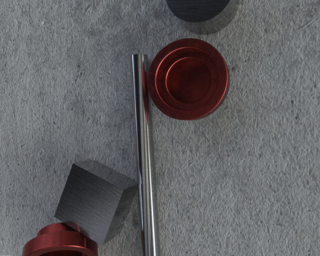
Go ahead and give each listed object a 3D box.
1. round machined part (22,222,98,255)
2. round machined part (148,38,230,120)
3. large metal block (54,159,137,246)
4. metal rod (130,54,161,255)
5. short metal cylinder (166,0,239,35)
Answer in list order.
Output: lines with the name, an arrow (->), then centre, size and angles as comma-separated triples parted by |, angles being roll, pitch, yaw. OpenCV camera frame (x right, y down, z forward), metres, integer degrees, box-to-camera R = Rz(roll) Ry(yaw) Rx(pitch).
round machined part -> -0.136, 0.167, 0.429 | 0.098, 0.098, 0.042 | -32, 42, 17
round machined part -> 0.038, -0.058, 0.387 | 0.098, 0.042, 0.097 | 0, 90, 20
large metal block -> -0.086, 0.098, 0.426 | 0.080, 0.050, 0.080 | 23, 98, 18
metal rod -> -0.019, 0.052, 0.415 | 0.025, 0.025, 0.298 | -4, 89, 20
short metal cylinder -> 0.053, -0.160, 0.377 | 0.080, 0.050, 0.079 | 0, 90, 20
